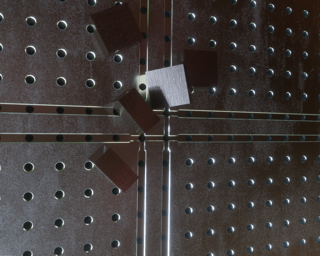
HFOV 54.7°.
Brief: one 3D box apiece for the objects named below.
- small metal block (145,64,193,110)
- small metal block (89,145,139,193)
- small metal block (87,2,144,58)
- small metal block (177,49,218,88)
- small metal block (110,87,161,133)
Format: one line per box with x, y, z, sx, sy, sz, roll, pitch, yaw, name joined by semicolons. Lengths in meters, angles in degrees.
0.012;-0.053;0.405;0.050;0.025;0.050;-9;94;15;small metal block
-0.058;0.049;0.379;0.025;0.050;0.050;-46;105;-14;small metal block
-0.056;-0.124;0.392;0.050;0.025;0.050;-29;100;-18;small metal block
0.052;-0.081;0.433;0.050;0.025;0.050;-1;91;-21;small metal block
-0.032;-0.021;0.388;0.025;0.050;0.050;-42;104;-15;small metal block
